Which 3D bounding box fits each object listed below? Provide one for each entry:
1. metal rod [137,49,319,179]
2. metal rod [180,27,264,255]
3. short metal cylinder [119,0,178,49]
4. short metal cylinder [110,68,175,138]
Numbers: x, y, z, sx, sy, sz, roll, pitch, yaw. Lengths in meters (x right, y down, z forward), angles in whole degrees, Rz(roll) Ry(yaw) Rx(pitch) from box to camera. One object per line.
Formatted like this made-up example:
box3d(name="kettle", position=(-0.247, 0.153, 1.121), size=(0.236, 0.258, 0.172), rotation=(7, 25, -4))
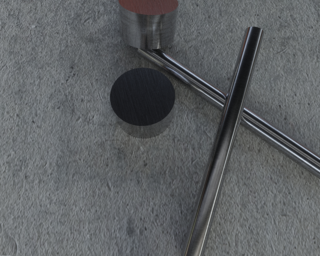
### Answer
box3d(name="metal rod", position=(0.094, -0.030, 0.419), size=(0.300, 0.025, 0.025), rotation=(36, 74, 12))
box3d(name="metal rod", position=(0.081, 0.011, 0.383), size=(0.025, 0.025, 0.299), rotation=(17, 78, 6))
box3d(name="short metal cylinder", position=(-0.017, -0.154, 0.436), size=(0.081, 0.050, 0.080), rotation=(3, 46, -3))
box3d(name="short metal cylinder", position=(-0.021, -0.031, 0.406), size=(0.081, 0.050, 0.080), rotation=(0, 70, 0))
